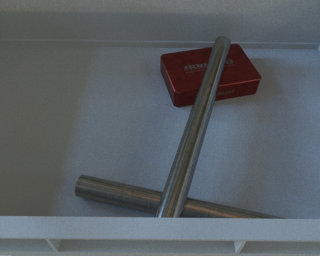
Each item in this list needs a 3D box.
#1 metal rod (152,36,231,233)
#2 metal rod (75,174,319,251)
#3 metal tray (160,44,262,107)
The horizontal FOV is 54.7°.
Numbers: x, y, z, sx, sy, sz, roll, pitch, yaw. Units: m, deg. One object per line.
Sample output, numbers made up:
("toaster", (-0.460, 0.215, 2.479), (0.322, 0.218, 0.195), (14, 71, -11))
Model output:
("metal rod", (0.050, -0.018, 0.382), (0.025, 0.025, 0.300), (14, 53, 11))
("metal rod", (0.057, 0.092, 0.328), (0.301, 0.025, 0.025), (11, 51, 8))
("metal tray", (0.074, -0.083, 0.472), (0.131, 0.030, 0.090), (-10, 51, -9))
